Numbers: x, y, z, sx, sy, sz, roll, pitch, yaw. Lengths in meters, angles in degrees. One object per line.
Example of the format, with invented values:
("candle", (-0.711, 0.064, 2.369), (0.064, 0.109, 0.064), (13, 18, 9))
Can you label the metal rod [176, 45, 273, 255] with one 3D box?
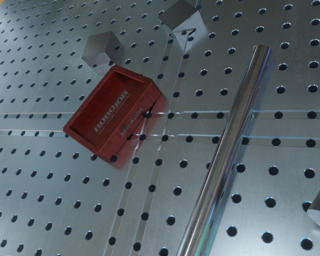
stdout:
("metal rod", (0.074, 0.030, 0.349), (0.025, 0.025, 0.300), (12, 67, 32))

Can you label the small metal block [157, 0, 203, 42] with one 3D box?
("small metal block", (0.032, -0.174, 0.497), (0.050, 0.025, 0.050), (-38, 51, 2))

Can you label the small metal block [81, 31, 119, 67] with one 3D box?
("small metal block", (-0.105, -0.140, 0.547), (0.050, 0.025, 0.050), (-4, 60, 25))

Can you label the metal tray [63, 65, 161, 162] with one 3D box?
("metal tray", (-0.071, -0.025, 0.455), (0.090, 0.030, 0.130), (28, 76, 37))

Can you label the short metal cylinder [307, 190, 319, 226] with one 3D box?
("short metal cylinder", (0.168, 0.068, 0.244), (0.080, 0.080, 0.050), (30, 78, 37))
